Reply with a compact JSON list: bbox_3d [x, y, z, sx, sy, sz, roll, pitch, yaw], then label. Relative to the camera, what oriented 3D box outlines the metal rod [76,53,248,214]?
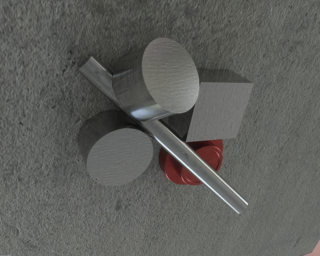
[{"bbox_3d":[0.020,0.023,0.389,0.025,0.025,0.300,-45,116,3],"label":"metal rod"}]

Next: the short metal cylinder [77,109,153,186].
[{"bbox_3d":[-0.055,0.023,0.378,0.081,0.050,0.079,-14,124,-21],"label":"short metal cylinder"}]

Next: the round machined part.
[{"bbox_3d":[0.051,0.045,0.452,0.099,0.042,0.097,-14,124,-21],"label":"round machined part"}]

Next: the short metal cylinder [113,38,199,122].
[{"bbox_3d":[-0.003,-0.050,0.335,0.081,0.050,0.080,11,74,-40],"label":"short metal cylinder"}]

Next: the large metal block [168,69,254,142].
[{"bbox_3d":[0.064,-0.031,0.406,0.081,0.050,0.079,-3,120,-27],"label":"large metal block"}]
